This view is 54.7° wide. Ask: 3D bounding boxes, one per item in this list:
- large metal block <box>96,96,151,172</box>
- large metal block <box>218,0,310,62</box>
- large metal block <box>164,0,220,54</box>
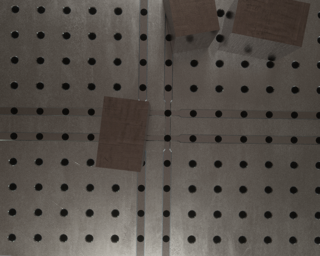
[{"bbox_3d":[-0.042,0.007,0.385,0.050,0.080,0.079,7,90,0],"label":"large metal block"},{"bbox_3d":[0.125,-0.124,0.388,0.080,0.080,0.050,11,90,-1],"label":"large metal block"},{"bbox_3d":[0.035,-0.145,0.386,0.050,0.080,0.080,-10,90,0],"label":"large metal block"}]
